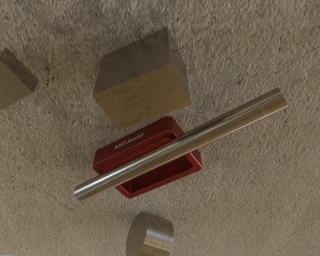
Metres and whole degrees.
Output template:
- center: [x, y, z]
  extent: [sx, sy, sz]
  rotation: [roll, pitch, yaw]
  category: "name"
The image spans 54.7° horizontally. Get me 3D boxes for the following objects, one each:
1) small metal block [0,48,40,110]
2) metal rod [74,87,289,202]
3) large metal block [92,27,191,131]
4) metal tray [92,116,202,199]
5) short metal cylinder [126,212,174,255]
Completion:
- center: [-0.180, -0.056, 0.357]
  extent: [0.050, 0.025, 0.050]
  rotation: [-24, 127, 18]
  category: "small metal block"
- center: [0.011, 0.030, 0.392]
  extent: [0.300, 0.025, 0.025]
  rotation: [-27, 125, 21]
  category: "metal rod"
- center: [-0.017, -0.052, 0.326]
  extent: [0.080, 0.080, 0.050]
  rotation: [-20, 128, 15]
  category: "large metal block"
- center: [-0.018, 0.046, 0.442]
  extent: [0.130, 0.030, 0.090]
  rotation: [-26, 126, 20]
  category: "metal tray"
- center: [-0.018, 0.191, 0.534]
  extent: [0.050, 0.080, 0.080]
  rotation: [24, 126, -19]
  category: "short metal cylinder"
